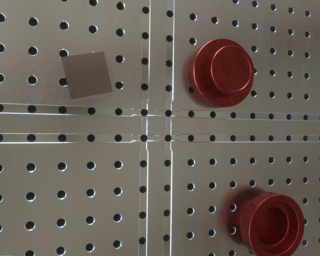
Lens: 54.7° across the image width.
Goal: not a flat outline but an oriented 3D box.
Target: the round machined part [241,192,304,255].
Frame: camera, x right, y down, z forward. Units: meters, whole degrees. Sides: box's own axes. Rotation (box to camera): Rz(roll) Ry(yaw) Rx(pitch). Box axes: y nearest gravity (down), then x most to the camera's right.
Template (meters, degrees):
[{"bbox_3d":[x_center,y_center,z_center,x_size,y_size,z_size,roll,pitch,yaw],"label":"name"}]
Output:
[{"bbox_3d":[0.162,0.144,0.463,0.099,0.042,0.097,0,90,-20],"label":"round machined part"}]

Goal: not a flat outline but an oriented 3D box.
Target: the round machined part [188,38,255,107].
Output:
[{"bbox_3d":[0.092,-0.078,0.437,0.099,0.042,0.097,0,90,-20],"label":"round machined part"}]

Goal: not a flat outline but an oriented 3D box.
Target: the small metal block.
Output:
[{"bbox_3d":[-0.090,-0.063,0.379,0.050,0.025,0.050,-13,95,-20],"label":"small metal block"}]
